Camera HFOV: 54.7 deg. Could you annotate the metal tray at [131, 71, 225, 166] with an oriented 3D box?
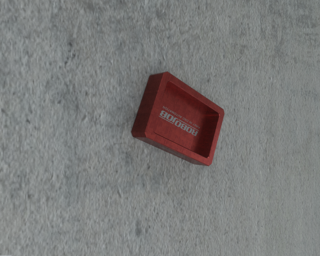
[{"bbox_3d":[0.031,-0.009,0.429,0.131,0.030,0.090,27,73,-37],"label":"metal tray"}]
